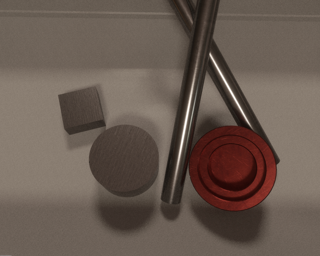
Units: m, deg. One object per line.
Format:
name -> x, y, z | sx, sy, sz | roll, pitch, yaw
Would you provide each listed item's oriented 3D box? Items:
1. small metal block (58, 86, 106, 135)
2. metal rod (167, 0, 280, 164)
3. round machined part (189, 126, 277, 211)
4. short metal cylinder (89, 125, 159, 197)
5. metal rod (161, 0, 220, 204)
small metal block -> -0.104, -0.023, 0.417 | 0.050, 0.025, 0.050 | -14, 71, -6
metal rod -> 0.066, -0.082, 0.380 | 0.025, 0.025, 0.299 | -32, 96, -11
round machined part -> 0.087, 0.046, 0.372 | 0.098, 0.042, 0.097 | -1, 88, 18
short metal cylinder -> -0.042, 0.042, 0.381 | 0.081, 0.050, 0.080 | 0, 70, 0
metal rod -> 0.039, -0.057, 0.358 | 0.025, 0.025, 0.298 | 11, 98, 3
